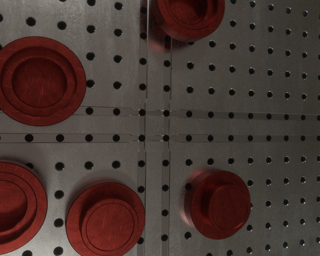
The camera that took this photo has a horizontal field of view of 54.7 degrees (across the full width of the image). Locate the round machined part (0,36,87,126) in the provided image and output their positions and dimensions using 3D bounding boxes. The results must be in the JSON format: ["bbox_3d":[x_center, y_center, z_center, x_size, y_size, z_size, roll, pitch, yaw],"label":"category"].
[{"bbox_3d":[-0.137,-0.051,0.353,0.099,0.042,0.097,0,90,-21],"label":"round machined part"}]

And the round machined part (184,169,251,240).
[{"bbox_3d":[0.088,0.110,0.438,0.099,0.042,0.097,0,90,-21],"label":"round machined part"}]

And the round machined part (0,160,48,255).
[{"bbox_3d":[-0.176,0.083,0.339,0.099,0.042,0.097,0,90,-21],"label":"round machined part"}]

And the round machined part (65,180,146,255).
[{"bbox_3d":[-0.065,0.116,0.381,0.099,0.042,0.097,0,90,-21],"label":"round machined part"}]

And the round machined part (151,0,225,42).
[{"bbox_3d":[0.034,-0.164,0.417,0.099,0.042,0.097,0,90,-21],"label":"round machined part"}]
